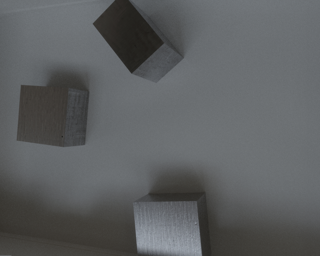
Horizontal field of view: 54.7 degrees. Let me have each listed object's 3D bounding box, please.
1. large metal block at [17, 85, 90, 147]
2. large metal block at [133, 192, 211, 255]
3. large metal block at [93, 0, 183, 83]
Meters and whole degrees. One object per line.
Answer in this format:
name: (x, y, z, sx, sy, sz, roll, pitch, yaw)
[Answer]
large metal block: (-0.154, -0.018, 0.450, 0.080, 0.050, 0.079, 6, 92, 19)
large metal block: (0.017, 0.127, 0.391, 0.080, 0.050, 0.080, -6, 88, 19)
large metal block: (-0.024, -0.108, 0.389, 0.050, 0.080, 0.080, -41, 78, 15)
